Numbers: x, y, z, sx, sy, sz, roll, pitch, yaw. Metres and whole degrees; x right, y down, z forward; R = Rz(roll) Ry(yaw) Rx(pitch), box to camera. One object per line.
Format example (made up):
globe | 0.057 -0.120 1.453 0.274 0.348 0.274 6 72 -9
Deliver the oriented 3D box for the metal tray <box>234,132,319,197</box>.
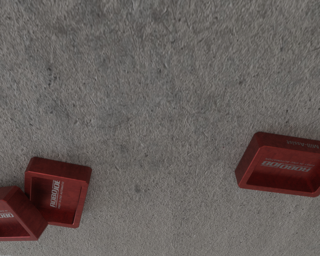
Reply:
metal tray | 0.187 0.056 0.453 0.131 0.030 0.089 8 130 -8

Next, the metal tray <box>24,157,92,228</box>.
metal tray | -0.165 0.107 0.492 0.091 0.030 0.129 13 129 -11

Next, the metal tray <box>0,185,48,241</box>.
metal tray | -0.254 0.138 0.490 0.130 0.030 0.090 -11 120 25
